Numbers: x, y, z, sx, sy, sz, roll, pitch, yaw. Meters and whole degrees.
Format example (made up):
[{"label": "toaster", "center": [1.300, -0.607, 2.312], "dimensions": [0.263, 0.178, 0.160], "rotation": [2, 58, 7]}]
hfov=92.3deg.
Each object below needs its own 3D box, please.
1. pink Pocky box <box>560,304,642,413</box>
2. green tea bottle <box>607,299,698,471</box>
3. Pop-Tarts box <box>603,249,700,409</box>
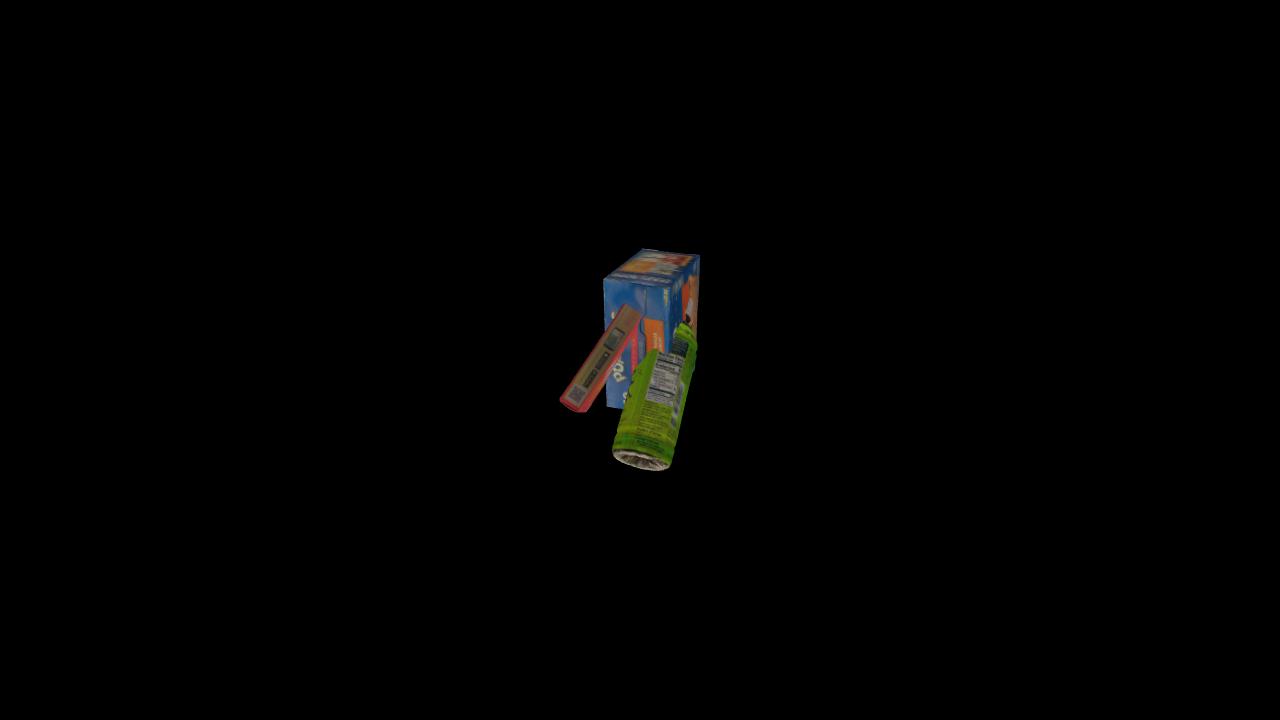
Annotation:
[{"label": "pink Pocky box", "center": [-0.037, -0.008, 0.724], "dimensions": [0.029, 0.155, 0.084], "rotation": [34, -4, 4]}, {"label": "green tea bottle", "center": [0.027, 0.020, 0.719], "dimensions": [0.073, 0.212, 0.073], "rotation": [15, -22, 6]}, {"label": "Pop-Tarts box", "center": [0.018, -0.038, 0.767], "dimensions": [0.083, 0.167, 0.141], "rotation": [8, 26, 17]}]
